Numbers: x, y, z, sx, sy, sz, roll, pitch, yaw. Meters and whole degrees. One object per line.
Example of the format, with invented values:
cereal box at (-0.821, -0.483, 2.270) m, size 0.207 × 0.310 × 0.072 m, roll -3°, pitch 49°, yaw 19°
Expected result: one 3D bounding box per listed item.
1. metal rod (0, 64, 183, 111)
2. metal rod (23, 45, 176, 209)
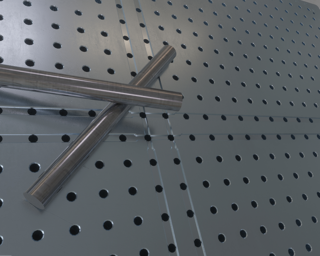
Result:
metal rod at (-0.119, -0.051, 0.353) m, size 0.302 × 0.025 × 0.025 m, roll 7°, pitch 59°, yaw -17°
metal rod at (-0.054, -0.025, 0.393) m, size 0.025 × 0.025 × 0.301 m, roll 38°, pitch 51°, yaw -3°
